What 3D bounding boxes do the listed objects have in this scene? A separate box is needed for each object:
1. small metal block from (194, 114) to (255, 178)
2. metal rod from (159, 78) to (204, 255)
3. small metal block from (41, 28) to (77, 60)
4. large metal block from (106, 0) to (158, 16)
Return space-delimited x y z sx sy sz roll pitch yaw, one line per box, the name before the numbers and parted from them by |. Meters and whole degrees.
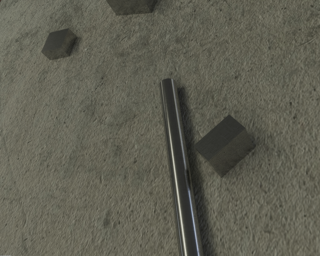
small metal block | 0.071 0.021 0.337 0.050 0.050 0.025 -42 51 -1
metal rod | 0.025 0.063 0.351 0.025 0.025 0.299 -18 55 17
small metal block | -0.196 -0.163 0.604 0.050 0.025 0.050 -3 60 26
large metal block | -0.045 -0.256 0.567 0.080 0.050 0.080 9 66 31
